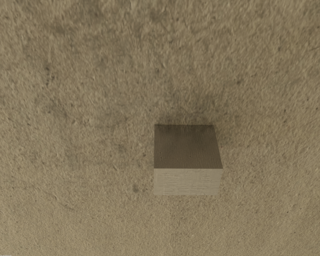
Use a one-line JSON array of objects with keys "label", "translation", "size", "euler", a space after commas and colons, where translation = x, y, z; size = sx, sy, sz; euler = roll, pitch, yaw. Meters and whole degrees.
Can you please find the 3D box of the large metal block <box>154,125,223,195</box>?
[{"label": "large metal block", "translation": [0.033, 0.040, 0.406], "size": [0.081, 0.080, 0.050], "euler": [1, 130, -1]}]
